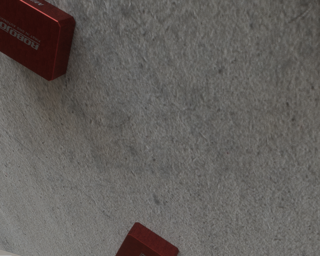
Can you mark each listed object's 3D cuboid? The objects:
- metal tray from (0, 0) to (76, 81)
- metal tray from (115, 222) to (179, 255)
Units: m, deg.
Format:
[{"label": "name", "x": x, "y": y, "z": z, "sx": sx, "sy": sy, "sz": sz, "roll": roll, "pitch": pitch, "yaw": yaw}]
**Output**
[{"label": "metal tray", "x": -0.182, "y": -0.133, "z": 0.415, "sx": 0.130, "sy": 0.030, "sz": 0.089, "roll": 31, "pitch": 128, "yaw": 7}, {"label": "metal tray", "x": -0.032, "y": 0.238, "z": 0.566, "sx": 0.090, "sy": 0.030, "sz": 0.129, "roll": 32, "pitch": 128, "yaw": 7}]
